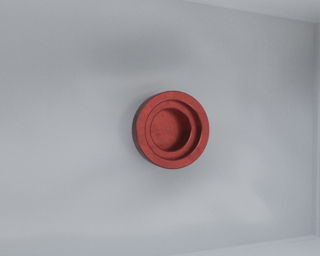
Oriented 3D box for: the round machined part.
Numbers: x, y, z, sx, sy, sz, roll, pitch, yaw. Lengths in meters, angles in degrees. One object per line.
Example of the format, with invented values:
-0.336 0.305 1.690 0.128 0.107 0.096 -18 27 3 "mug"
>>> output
0.011 0.002 0.403 0.099 0.042 0.097 0 90 -21 "round machined part"
